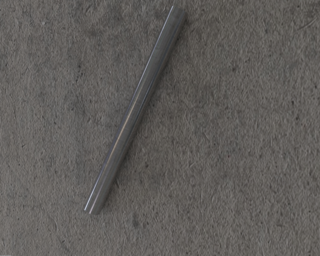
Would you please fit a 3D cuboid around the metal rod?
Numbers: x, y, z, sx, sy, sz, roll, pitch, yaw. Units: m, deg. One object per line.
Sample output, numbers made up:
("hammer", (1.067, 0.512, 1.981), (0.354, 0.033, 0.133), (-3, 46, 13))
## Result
("metal rod", (-0.036, -0.017, 0.422), (0.025, 0.025, 0.299), (27, 99, 18))
